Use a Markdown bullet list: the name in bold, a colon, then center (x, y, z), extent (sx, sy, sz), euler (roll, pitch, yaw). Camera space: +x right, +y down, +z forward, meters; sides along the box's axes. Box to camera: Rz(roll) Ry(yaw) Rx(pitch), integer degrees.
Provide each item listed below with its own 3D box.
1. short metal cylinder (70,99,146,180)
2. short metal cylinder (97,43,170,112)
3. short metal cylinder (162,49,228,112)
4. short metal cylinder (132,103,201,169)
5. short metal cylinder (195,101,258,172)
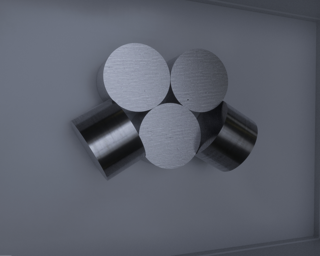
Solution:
- **short metal cylinder**: center (-0.060, 0.013, 0.358), extent (0.050, 0.080, 0.080), euler (-32, 101, -17)
- **short metal cylinder**: center (-0.034, -0.059, 0.383), extent (0.081, 0.050, 0.080), euler (0, 90, -20)
- **short metal cylinder**: center (0.042, -0.060, 0.411), extent (0.081, 0.050, 0.080), euler (0, 90, -20)
- **short metal cylinder**: center (0.005, 0.009, 0.397), extent (0.081, 0.050, 0.080), euler (0, 90, -20)
- **short metal cylinder**: center (0.081, 0.011, 0.409), extent (0.050, 0.080, 0.080), euler (31, 80, -17)
